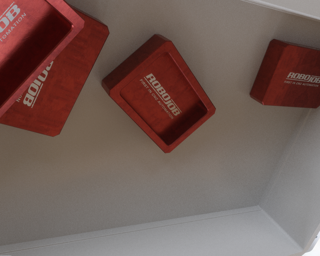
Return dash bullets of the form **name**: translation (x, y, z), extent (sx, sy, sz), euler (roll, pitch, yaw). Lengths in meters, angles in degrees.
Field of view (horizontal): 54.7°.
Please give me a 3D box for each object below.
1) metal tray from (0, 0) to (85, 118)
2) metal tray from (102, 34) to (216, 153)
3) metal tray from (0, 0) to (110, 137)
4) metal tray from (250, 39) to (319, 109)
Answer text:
- **metal tray**: translation (-0.127, -0.059, 0.229), extent (0.130, 0.030, 0.090), euler (-46, 166, 4)
- **metal tray**: translation (0.004, -0.037, 0.384), extent (0.090, 0.030, 0.130), euler (-42, 130, 0)
- **metal tray**: translation (-0.119, -0.062, 0.302), extent (0.091, 0.030, 0.129), euler (20, 108, -36)
- **metal tray**: translation (0.207, -0.078, 0.470), extent (0.131, 0.030, 0.089), euler (1, 118, -29)
